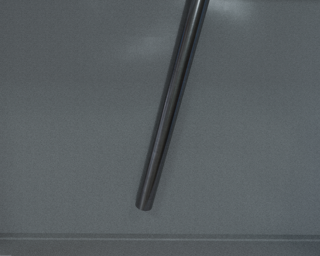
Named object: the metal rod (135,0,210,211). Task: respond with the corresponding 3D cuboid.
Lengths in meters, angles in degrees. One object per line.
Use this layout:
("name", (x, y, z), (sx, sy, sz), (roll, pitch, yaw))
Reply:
("metal rod", (0.012, -0.022, 0.403), (0.025, 0.025, 0.298), (13, 110, -5))
